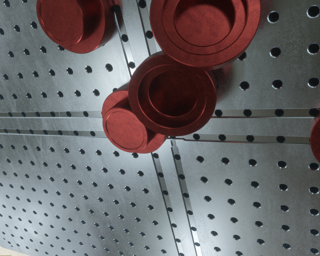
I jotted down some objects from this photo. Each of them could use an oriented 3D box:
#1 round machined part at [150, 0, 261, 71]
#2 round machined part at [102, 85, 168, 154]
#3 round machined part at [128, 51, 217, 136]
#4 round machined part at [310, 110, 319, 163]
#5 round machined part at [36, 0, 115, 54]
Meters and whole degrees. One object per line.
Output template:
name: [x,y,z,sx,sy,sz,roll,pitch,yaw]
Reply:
round machined part: [0.042,-0.103,0.296,0.098,0.042,0.097,0,90,8]
round machined part: [-0.037,-0.006,0.417,0.098,0.042,0.097,13,124,21]
round machined part: [0.016,-0.042,0.357,0.098,0.042,0.097,6,119,11]
round machined part: [0.201,0.015,0.303,0.098,0.042,0.097,13,124,21]
round machined part: [-0.107,-0.137,0.373,0.098,0.042,0.097,13,124,21]
